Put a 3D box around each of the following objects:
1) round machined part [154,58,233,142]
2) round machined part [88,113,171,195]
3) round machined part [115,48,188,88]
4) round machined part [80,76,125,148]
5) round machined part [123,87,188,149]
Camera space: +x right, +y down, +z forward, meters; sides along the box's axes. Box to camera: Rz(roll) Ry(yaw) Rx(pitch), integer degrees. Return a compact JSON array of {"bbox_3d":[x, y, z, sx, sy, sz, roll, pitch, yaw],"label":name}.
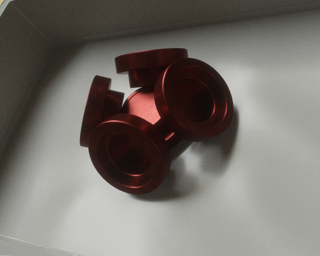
[{"bbox_3d":[0.036,-0.030,0.369,0.042,0.099,0.098,-33,40,55],"label":"round machined part"},{"bbox_3d":[-0.032,0.027,0.367,0.098,0.097,0.042,-1,25,27],"label":"round machined part"},{"bbox_3d":[-0.010,-0.079,0.420,0.098,0.098,0.042,-3,98,26],"label":"round machined part"},{"bbox_3d":[-0.075,-0.019,0.418,0.042,0.098,0.098,12,62,-8],"label":"round machined part"},{"bbox_3d":[-0.012,-0.017,0.408,0.098,0.042,0.098,-13,56,20],"label":"round machined part"}]
